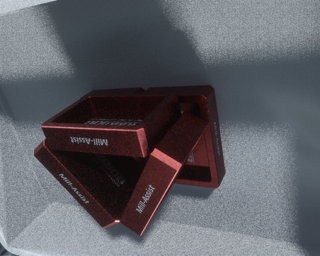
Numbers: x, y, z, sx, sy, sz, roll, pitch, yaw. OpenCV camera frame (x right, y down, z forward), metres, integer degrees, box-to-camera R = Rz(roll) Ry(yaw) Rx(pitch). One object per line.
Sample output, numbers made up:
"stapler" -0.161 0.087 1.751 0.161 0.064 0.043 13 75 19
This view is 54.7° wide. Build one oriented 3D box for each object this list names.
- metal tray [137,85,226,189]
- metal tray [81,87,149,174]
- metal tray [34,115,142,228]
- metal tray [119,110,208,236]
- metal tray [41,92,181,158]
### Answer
"metal tray" 0.029 0.012 0.396 0.090 0.030 0.129 1 118 28
"metal tray" -0.052 0.010 0.439 0.090 0.030 0.129 1 118 28
"metal tray" -0.082 0.050 0.399 0.130 0.090 0.030 49 129 -7
"metal tray" 0.003 0.052 0.355 0.030 0.090 0.129 31 129 8
"metal tray" -0.053 -0.008 0.347 0.130 0.090 0.030 2 120 27
